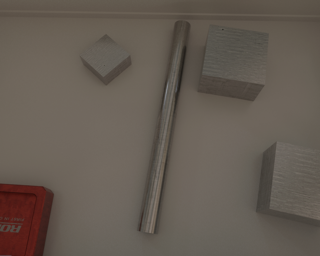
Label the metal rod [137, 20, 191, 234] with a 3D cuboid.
[{"bbox_3d":[0.010,-0.015,0.415,0.025,0.025,0.299,9,70,3],"label":"metal rod"}]

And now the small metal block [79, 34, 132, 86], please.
[{"bbox_3d":[-0.077,-0.098,0.445,0.050,0.025,0.050,43,75,13],"label":"small metal block"}]

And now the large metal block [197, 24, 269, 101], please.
[{"bbox_3d":[0.100,-0.090,0.430,0.080,0.050,0.080,10,70,3],"label":"large metal block"}]

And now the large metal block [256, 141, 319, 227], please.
[{"bbox_3d":[0.168,0.069,0.373,0.080,0.050,0.080,12,70,4],"label":"large metal block"}]

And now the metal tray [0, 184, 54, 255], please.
[{"bbox_3d":[-0.201,0.112,0.363,0.131,0.030,0.090,4,70,1],"label":"metal tray"}]
